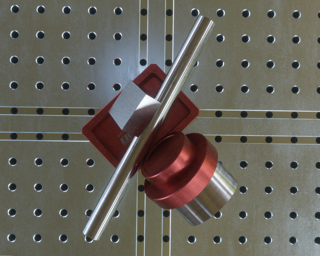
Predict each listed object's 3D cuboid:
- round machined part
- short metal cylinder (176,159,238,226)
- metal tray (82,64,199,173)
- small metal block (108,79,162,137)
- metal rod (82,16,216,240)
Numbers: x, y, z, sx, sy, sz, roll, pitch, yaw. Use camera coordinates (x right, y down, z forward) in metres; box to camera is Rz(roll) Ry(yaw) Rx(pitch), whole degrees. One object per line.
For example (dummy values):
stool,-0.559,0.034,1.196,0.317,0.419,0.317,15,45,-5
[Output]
round machined part,0.016,0.043,0.367,0.098,0.098,0.042,-46,112,0
short metal cylinder,0.049,0.074,0.385,0.080,0.080,0.050,-43,91,0
metal tray,-0.025,-0.009,0.410,0.130,0.030,0.090,-43,91,0
small metal block,-0.032,-0.025,0.378,0.025,0.050,0.050,28,102,-38
metal rod,-0.013,0.000,0.383,0.025,0.025,0.299,28,90,-1
